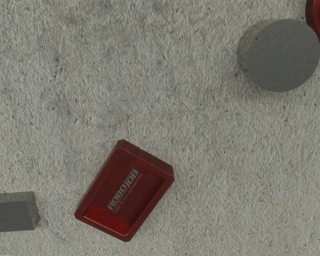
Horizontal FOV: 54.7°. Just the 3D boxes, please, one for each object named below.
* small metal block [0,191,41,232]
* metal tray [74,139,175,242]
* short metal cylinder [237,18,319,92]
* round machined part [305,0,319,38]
[{"bbox_3d":[-0.209,0.122,0.453,0.050,0.025,0.050,-4,110,1],"label":"small metal block"},{"bbox_3d":[-0.051,0.091,0.440,0.090,0.030,0.129,30,107,-11],"label":"metal tray"},{"bbox_3d":[0.137,-0.087,0.366,0.081,0.050,0.079,0,110,0],"label":"short metal cylinder"},{"bbox_3d":[0.224,-0.140,0.352,0.099,0.042,0.097,0,110,0],"label":"round machined part"}]
